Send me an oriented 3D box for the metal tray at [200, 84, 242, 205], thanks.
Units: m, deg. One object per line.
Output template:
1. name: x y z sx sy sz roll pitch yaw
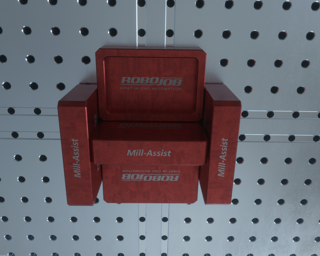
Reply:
1. metal tray: 0.069 0.018 0.386 0.030 0.090 0.129 1 110 -1

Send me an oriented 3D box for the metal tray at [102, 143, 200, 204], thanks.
1. metal tray: -0.013 0.059 0.431 0.131 0.030 0.089 1 110 -1

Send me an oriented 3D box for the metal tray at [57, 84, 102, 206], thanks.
1. metal tray: -0.093 0.018 0.383 0.030 0.090 0.129 1 110 -1

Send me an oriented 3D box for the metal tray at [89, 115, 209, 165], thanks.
1. metal tray: -0.012 0.012 0.381 0.131 0.090 0.030 1 110 -1

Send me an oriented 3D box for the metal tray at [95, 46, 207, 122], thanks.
1. metal tray: -0.011 -0.055 0.390 0.131 0.030 0.089 1 110 -1
